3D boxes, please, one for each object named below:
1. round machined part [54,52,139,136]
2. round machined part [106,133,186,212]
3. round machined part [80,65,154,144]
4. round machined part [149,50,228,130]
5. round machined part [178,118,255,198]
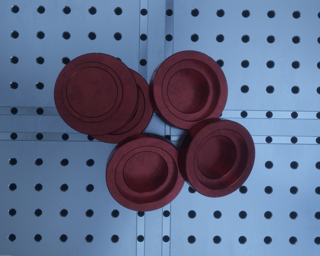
[{"bbox_3d":[-0.075,-0.040,0.361,0.099,0.042,0.097,0,90,-1],"label":"round machined part"},{"bbox_3d":[-0.020,0.053,0.396,0.099,0.042,0.097,-3,105,-10],"label":"round machined part"},{"bbox_3d":[-0.057,-0.030,0.403,0.099,0.042,0.097,0,90,-1],"label":"round machined part"},{"bbox_3d":[0.033,-0.046,0.396,0.099,0.042,0.097,0,91,-17],"label":"round machined part"},{"bbox_3d":[0.068,0.035,0.394,0.099,0.042,0.097,-4,102,-21],"label":"round machined part"}]
